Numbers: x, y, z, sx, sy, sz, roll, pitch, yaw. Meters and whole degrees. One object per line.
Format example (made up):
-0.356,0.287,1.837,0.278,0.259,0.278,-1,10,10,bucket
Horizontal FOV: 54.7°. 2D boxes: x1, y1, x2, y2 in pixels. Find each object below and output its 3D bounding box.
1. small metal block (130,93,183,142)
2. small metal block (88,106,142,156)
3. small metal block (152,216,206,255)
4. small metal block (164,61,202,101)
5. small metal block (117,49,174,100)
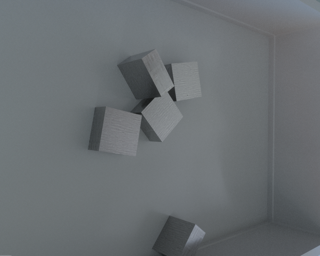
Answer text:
-0.004,-0.017,0.405,0.050,0.025,0.050,-50,120,-29,small metal block
-0.052,0.005,0.364,0.050,0.025,0.050,13,82,-40,small metal block
0.025,0.151,0.414,0.025,0.050,0.050,47,62,-30,small metal block
0.029,-0.065,0.433,0.050,0.025,0.050,-14,99,-39,small metal block
-0.018,-0.064,0.377,0.025,0.050,0.050,-43,116,-32,small metal block
